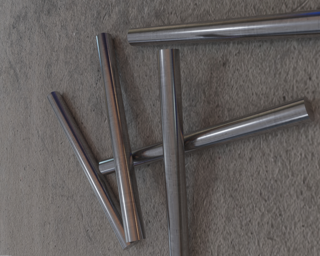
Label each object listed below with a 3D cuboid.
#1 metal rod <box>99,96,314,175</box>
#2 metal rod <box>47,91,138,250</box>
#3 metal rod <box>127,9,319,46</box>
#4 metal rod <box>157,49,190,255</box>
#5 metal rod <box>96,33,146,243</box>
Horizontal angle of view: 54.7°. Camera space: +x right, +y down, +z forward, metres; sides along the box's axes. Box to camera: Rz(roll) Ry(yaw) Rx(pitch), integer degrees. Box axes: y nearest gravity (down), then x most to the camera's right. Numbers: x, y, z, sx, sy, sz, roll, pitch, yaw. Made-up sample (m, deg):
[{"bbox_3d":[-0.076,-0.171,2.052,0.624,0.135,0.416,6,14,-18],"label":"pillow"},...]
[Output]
[{"bbox_3d":[0.028,0.021,0.381,0.299,0.025,0.025,-19,78,38],"label":"metal rod"},{"bbox_3d":[-0.117,0.054,0.501,0.025,0.025,0.299,-49,61,29],"label":"metal rod"},{"bbox_3d":[0.078,-0.108,0.340,0.300,0.025,0.025,10,96,39],"label":"metal rod"},{"bbox_3d":[0.018,0.061,0.363,0.025,0.025,0.298,3,100,40],"label":"metal rod"},{"bbox_3d":[-0.057,-0.001,0.426,0.025,0.025,0.299,-27,65,37],"label":"metal rod"}]
